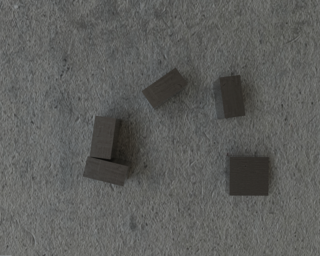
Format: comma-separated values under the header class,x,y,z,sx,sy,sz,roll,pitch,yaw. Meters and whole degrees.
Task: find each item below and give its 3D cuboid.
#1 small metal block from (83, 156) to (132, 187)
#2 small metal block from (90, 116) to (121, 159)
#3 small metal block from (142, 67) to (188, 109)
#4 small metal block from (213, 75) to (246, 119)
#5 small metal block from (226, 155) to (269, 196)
class,x,y,z,sx,sy,sz,roll,pitch,yaw
small metal block,-0.065,0.052,0.397,0.050,0.050,0.025,14,90,0
small metal block,-0.069,0.011,0.397,0.025,0.050,0.050,8,90,0
small metal block,0.006,-0.049,0.397,0.050,0.050,0.025,-35,90,0
small metal block,0.087,-0.038,0.398,0.025,0.050,0.050,-8,90,0
small metal block,0.115,0.062,0.411,0.050,0.025,0.050,0,90,0
